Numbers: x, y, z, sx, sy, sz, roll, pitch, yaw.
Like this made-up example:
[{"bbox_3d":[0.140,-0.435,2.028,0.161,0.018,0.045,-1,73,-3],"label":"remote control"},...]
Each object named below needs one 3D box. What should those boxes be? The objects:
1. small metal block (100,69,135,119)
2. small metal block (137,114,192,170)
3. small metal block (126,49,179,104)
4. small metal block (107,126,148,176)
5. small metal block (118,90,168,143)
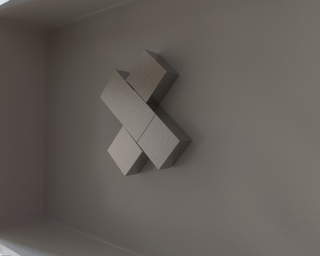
[{"bbox_3d":[-0.054,-0.048,0.449,0.050,0.025,0.050,49,119,29],"label":"small metal block"},{"bbox_3d":[0.004,0.018,0.400,0.050,0.025,0.050,49,119,29],"label":"small metal block"},{"bbox_3d":[-0.011,-0.068,0.413,0.050,0.025,0.050,49,118,28],"label":"small metal block"},{"bbox_3d":[-0.042,0.032,0.439,0.050,0.025,0.050,50,120,28],"label":"small metal block"},{"bbox_3d":[-0.025,-0.016,0.424,0.050,0.025,0.050,49,119,29],"label":"small metal block"}]
